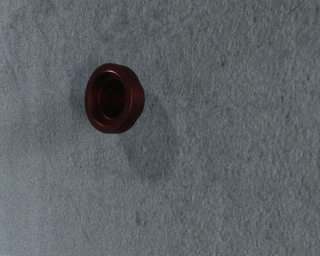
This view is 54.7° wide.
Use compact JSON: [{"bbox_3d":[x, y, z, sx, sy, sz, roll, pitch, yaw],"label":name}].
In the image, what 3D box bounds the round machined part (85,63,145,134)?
[{"bbox_3d":[-0.060,-0.041,0.441,0.098,0.042,0.097,0,90,39],"label":"round machined part"}]
